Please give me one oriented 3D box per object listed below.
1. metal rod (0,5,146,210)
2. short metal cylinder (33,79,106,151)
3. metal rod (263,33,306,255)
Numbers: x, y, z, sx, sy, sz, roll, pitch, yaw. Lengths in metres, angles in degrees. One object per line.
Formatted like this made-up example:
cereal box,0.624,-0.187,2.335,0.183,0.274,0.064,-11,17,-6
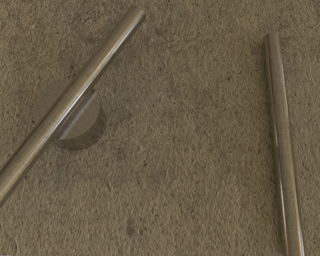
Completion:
metal rod,-0.107,-0.032,0.365,0.025,0.025,0.300,30,72,10
short metal cylinder,-0.113,-0.016,0.400,0.081,0.050,0.080,0,70,0
metal rod,0.160,0.007,0.406,0.025,0.025,0.299,2,70,1
